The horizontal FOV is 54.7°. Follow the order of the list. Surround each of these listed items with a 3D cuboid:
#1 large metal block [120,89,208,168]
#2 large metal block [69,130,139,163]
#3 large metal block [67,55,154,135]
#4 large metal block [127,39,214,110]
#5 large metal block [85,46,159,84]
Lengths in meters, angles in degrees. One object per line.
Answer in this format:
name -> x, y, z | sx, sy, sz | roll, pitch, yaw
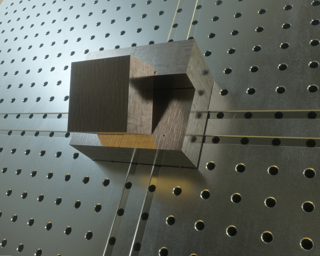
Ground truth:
large metal block -> 0.007, 0.000, 0.384 | 0.080, 0.050, 0.080 | 1, 62, 28
large metal block -> -0.064, -0.001, 0.422 | 0.080, 0.050, 0.080 | 1, 62, 28
large metal block -> -0.056, -0.034, 0.355 | 0.080, 0.050, 0.080 | 0, 86, 28
large metal block -> 0.016, -0.064, 0.402 | 0.080, 0.080, 0.050 | 1, 62, 28
large metal block -> -0.055, -0.066, 0.439 | 0.080, 0.080, 0.050 | 1, 62, 28
